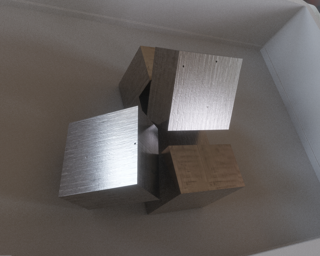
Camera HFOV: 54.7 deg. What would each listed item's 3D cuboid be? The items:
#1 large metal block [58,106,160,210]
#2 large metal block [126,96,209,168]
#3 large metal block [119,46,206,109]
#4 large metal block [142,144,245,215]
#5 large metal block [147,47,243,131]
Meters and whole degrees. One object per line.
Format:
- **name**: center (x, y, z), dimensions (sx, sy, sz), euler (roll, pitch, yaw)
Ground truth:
- **large metal block**: center (-0.048, 0.032, 0.313), dimensions (0.050, 0.080, 0.080), euler (51, 32, -54)
- **large metal block**: center (0.009, 0.008, 0.391), dimensions (0.081, 0.050, 0.080), euler (-1, 62, -29)
- **large metal block**: center (0.001, -0.057, 0.404), dimensions (0.081, 0.080, 0.050), euler (-1, 63, -29)
- **large metal block**: center (0.033, 0.058, 0.351), dimensions (0.081, 0.080, 0.050), euler (0, 62, -29)
- **large metal block**: center (0.037, -0.043, 0.344), dimensions (0.081, 0.079, 0.050), euler (-1, 17, -29)
